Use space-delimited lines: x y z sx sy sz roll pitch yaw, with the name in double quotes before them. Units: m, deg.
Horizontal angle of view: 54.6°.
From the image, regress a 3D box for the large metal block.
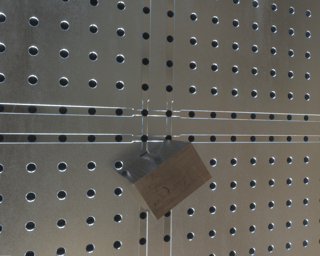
"large metal block" 0.003 0.058 0.384 0.080 0.080 0.050 -34 101 -17
